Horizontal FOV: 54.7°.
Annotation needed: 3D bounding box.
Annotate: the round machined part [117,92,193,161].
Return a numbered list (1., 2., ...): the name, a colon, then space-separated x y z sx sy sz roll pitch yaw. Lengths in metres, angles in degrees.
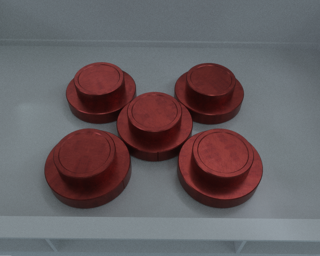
1. round machined part: -0.007 -0.009 0.399 0.099 0.042 0.098 0 50 0

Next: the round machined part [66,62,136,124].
1. round machined part: -0.084 -0.056 0.438 0.099 0.042 0.098 0 50 0

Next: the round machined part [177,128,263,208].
1. round machined part: 0.070 0.039 0.361 0.099 0.042 0.098 0 50 0

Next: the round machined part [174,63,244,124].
1. round machined part: 0.070 -0.055 0.440 0.099 0.042 0.098 0 50 0

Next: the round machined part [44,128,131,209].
1. round machined part: -0.083 0.039 0.358 0.099 0.042 0.098 0 50 0
